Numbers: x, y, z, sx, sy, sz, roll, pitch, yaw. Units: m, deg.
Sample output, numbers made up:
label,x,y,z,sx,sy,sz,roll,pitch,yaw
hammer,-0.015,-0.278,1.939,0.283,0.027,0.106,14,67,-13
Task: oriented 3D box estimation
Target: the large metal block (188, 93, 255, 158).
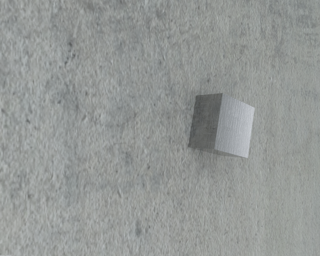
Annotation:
label,x,y,z,sx,sy,sz,roll,pitch,yaw
large metal block,0.094,-0.002,0.470,0.081,0.050,0.080,16,80,-39
